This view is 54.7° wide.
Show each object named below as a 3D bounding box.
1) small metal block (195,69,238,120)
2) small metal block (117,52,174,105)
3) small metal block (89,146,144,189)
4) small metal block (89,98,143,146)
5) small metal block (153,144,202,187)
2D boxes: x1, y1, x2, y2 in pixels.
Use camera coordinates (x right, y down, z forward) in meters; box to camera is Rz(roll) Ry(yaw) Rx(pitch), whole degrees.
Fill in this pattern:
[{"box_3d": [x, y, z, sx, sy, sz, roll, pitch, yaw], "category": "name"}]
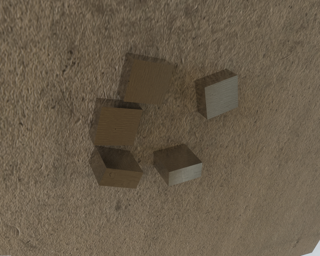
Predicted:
[{"box_3d": [0.077, -0.046, 0.420, 0.050, 0.025, 0.050, -22, 127, -15], "category": "small metal block"}, {"box_3d": [-0.018, -0.057, 0.362, 0.050, 0.025, 0.050, 3, 117, -30], "category": "small metal block"}, {"box_3d": [-0.056, 0.049, 0.390, 0.050, 0.050, 0.025, 13, 112, -34], "category": "small metal block"}, {"box_3d": [-0.054, -0.007, 0.373, 0.050, 0.025, 0.050, 2, 117, -30], "category": "small metal block"}, {"box_3d": [0.024, 0.051, 0.435, 0.050, 0.050, 0.025, -13, 124, -22], "category": "small metal block"}]
